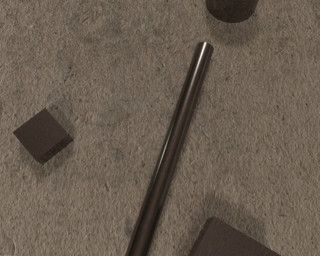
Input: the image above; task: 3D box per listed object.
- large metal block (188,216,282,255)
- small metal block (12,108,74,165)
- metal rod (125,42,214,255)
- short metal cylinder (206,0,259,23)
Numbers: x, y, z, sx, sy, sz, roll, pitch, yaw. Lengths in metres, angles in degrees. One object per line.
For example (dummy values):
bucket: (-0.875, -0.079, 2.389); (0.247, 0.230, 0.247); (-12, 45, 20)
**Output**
large metal block: (0.072, 0.155, 0.339); (0.080, 0.050, 0.080); (29, 72, 10)
small metal block: (-0.151, 0.011, 0.402); (0.050, 0.025, 0.050); (-41, 76, -14)
metal rod: (0.019, 0.016, 0.402); (0.025, 0.025, 0.299); (17, 71, 6)
short metal cylinder: (0.113, -0.209, 0.473); (0.081, 0.050, 0.080); (0, 70, 0)
